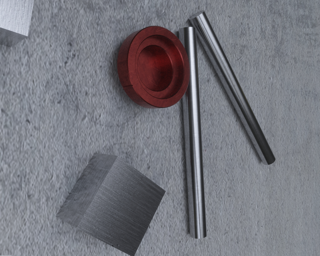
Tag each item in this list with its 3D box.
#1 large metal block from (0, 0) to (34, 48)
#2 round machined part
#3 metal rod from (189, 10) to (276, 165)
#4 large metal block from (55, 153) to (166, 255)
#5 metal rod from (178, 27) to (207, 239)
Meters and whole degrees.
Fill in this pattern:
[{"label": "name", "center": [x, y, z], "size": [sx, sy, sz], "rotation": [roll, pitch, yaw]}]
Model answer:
[{"label": "large metal block", "center": [-0.154, -0.123, 0.260], "size": [0.081, 0.050, 0.080], "rotation": [11, 83, -40]}, {"label": "round machined part", "center": [-0.012, -0.073, 0.385], "size": [0.099, 0.042, 0.097], "rotation": [0, 90, -40]}, {"label": "metal rod", "center": [0.128, -0.052, 0.514], "size": [0.025, 0.025, 0.299], "rotation": [-49, 119, -29]}, {"label": "large metal block", "center": [-0.052, 0.084, 0.347], "size": [0.080, 0.050, 0.080], "rotation": [43, 64, -32]}, {"label": "metal rod", "center": [0.047, 0.009, 0.446], "size": [0.025, 0.025, 0.298], "rotation": [-6, 94, -40]}]
